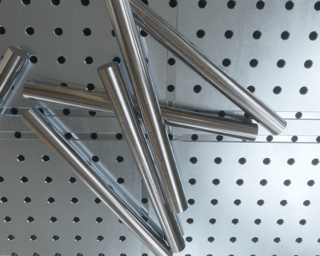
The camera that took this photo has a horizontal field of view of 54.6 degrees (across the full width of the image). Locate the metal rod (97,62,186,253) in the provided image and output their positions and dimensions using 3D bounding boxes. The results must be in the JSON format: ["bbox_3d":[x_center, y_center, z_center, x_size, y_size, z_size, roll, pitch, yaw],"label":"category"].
[{"bbox_3d":[-0.016,0.056,0.416,0.025,0.025,0.299,-16,116,6],"label":"metal rod"}]

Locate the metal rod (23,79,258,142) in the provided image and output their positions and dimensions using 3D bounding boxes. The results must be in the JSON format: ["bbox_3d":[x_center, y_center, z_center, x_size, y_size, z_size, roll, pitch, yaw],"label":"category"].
[{"bbox_3d":[-0.021,-0.022,0.405,0.302,0.025,0.025,11,110,-4],"label":"metal rod"}]

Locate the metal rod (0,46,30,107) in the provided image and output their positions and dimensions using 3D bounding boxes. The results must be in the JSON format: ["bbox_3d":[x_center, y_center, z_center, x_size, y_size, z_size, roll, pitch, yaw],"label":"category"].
[{"bbox_3d":[-0.261,0.020,0.418,0.025,0.025,0.299,35,106,-12],"label":"metal rod"}]

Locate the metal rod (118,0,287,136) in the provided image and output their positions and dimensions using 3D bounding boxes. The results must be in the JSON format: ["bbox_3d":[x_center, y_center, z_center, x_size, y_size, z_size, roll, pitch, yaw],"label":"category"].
[{"bbox_3d":[0.041,-0.087,0.381,0.301,0.025,0.025,36,106,-13],"label":"metal rod"}]

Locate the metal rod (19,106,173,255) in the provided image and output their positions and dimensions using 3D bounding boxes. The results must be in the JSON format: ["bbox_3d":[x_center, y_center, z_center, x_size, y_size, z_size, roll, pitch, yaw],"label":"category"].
[{"bbox_3d":[-0.081,0.090,0.445,0.025,0.025,0.300,-36,106,12],"label":"metal rod"}]

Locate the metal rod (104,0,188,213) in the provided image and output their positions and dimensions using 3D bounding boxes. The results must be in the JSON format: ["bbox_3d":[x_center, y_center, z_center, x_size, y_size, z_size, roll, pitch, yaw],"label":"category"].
[{"bbox_3d":[-0.013,-0.026,0.375,0.025,0.025,0.299,-15,110,5],"label":"metal rod"}]
